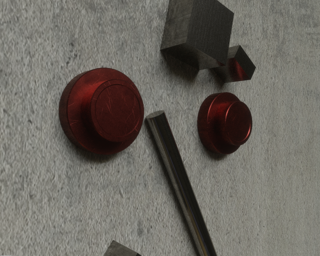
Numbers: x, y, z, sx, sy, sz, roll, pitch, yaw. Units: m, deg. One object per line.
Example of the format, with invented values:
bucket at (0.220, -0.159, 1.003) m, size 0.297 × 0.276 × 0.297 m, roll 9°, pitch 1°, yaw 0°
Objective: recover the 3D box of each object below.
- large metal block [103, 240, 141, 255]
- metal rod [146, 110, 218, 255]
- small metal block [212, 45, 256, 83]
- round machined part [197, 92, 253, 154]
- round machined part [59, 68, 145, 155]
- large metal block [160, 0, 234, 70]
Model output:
large metal block at (-0.037, 0.191, 0.358) m, size 0.080 × 0.050 × 0.080 m, roll 48°, pitch 61°, yaw -29°
metal rod at (0.044, 0.116, 0.442) m, size 0.025 × 0.025 × 0.298 m, roll -33°, pitch 111°, yaw -35°
small metal block at (0.112, -0.098, 0.482) m, size 0.050 × 0.050 × 0.025 m, roll 42°, pitch 65°, yaw -32°
round machined part at (0.107, -0.007, 0.484) m, size 0.099 × 0.042 × 0.097 m, roll 0°, pitch 90°, yaw -40°
round machined part at (-0.057, -0.019, 0.346) m, size 0.099 × 0.042 × 0.097 m, roll 0°, pitch 90°, yaw -40°
large metal block at (0.053, -0.136, 0.433) m, size 0.081 × 0.050 × 0.080 m, roll 17°, pitch 79°, yaw -39°
